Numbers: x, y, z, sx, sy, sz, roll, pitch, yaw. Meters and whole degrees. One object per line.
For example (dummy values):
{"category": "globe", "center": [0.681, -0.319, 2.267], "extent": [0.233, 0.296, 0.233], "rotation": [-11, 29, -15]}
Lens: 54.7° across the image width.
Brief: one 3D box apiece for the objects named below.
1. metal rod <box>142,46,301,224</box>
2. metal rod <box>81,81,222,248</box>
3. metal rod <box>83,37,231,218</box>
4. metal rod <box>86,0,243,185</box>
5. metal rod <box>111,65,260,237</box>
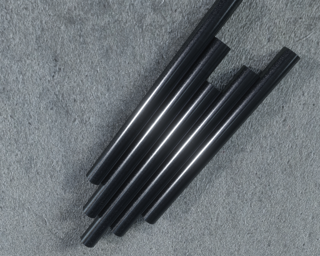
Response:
{"category": "metal rod", "center": [0.072, 0.021, 0.419], "extent": [0.025, 0.025, 0.299], "rotation": [35, 106, -12]}
{"category": "metal rod", "center": [-0.021, 0.060, 0.433], "extent": [0.025, 0.025, 0.299], "rotation": [35, 106, -12]}
{"category": "metal rod", "center": [-0.013, 0.010, 0.415], "extent": [0.025, 0.025, 0.299], "rotation": [35, 106, -12]}
{"category": "metal rod", "center": [-0.004, -0.041, 0.396], "extent": [0.025, 0.025, 0.299], "rotation": [35, 106, -12]}
{"category": "metal rod", "center": [0.025, 0.041, 0.426], "extent": [0.025, 0.025, 0.299], "rotation": [35, 106, -12]}
